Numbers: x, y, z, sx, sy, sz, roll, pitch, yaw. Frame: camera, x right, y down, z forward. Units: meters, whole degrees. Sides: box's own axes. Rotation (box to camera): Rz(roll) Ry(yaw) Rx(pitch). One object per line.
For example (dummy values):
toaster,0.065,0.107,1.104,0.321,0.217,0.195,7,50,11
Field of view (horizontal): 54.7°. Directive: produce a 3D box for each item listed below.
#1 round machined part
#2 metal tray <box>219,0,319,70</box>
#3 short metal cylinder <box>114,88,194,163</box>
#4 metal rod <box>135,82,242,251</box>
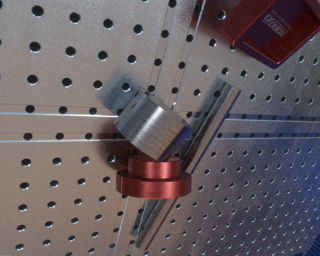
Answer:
round machined part,-0.008,0.059,0.405,0.099,0.098,0.042,1,92,-30
metal tray,0.140,-0.124,0.369,0.131,0.030,0.090,6,137,-50
short metal cylinder,-0.007,-0.004,0.371,0.080,0.080,0.050,32,100,-39
metal rod,0.036,0.068,0.475,0.025,0.025,0.298,16,110,-35
